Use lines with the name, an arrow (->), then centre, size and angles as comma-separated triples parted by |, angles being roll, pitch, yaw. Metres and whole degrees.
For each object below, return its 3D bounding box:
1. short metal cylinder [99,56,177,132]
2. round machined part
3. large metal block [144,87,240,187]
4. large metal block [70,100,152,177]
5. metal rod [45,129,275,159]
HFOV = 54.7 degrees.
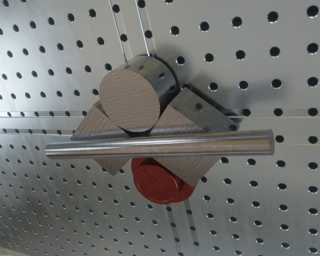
short metal cylinder -> -0.026, -0.042, 0.378 | 0.080, 0.050, 0.079 | 13, 124, 21
round machined part -> 0.002, 0.068, 0.436 | 0.098, 0.042, 0.097 | 13, 124, 21
large metal block -> 0.035, 0.012, 0.375 | 0.080, 0.050, 0.079 | 36, 130, 4
large metal block -> -0.064, 0.007, 0.428 | 0.080, 0.050, 0.080 | 42, 129, -3
metal rod -> -0.024, 0.023, 0.366 | 0.300, 0.025, 0.025 | -4, 116, 30
